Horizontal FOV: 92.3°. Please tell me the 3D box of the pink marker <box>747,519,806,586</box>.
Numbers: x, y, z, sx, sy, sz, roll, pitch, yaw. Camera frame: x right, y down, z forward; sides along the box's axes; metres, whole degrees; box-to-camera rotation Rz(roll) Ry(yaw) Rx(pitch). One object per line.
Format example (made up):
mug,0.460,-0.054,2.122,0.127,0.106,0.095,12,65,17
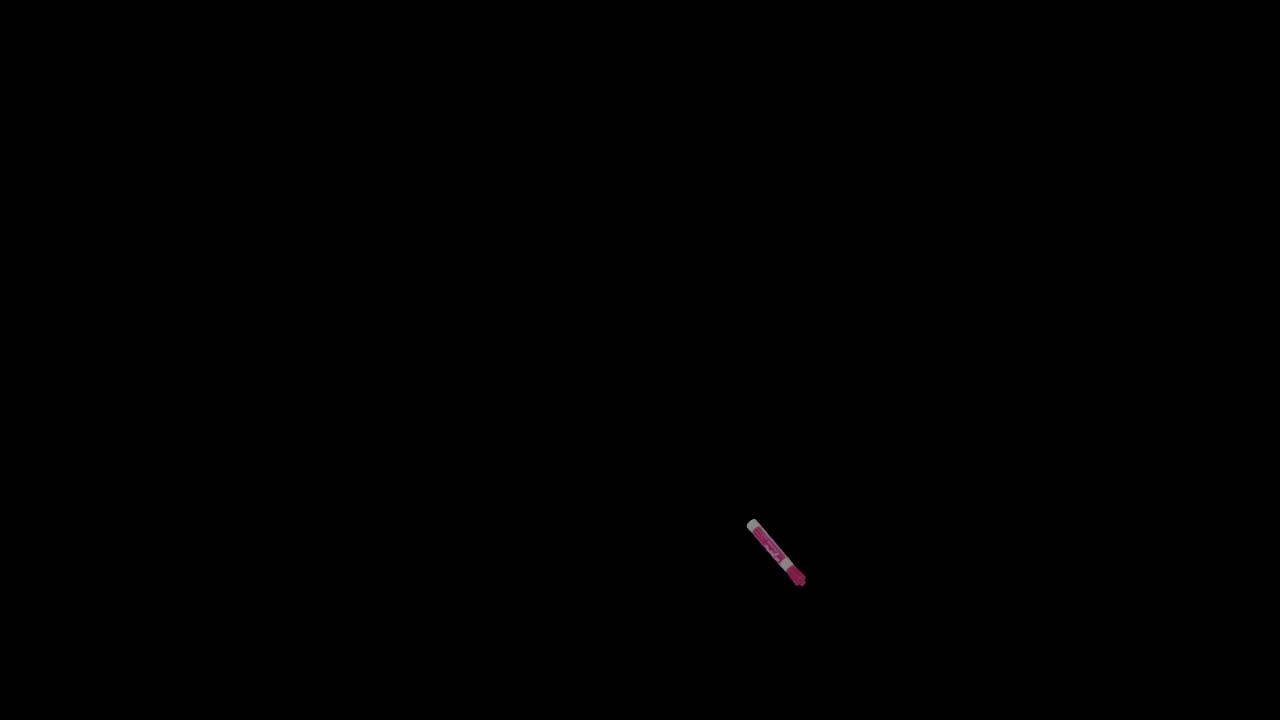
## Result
pink marker,0.202,0.286,0.914,0.020,0.020,0.121,0,33,-36
